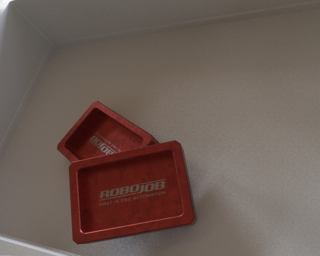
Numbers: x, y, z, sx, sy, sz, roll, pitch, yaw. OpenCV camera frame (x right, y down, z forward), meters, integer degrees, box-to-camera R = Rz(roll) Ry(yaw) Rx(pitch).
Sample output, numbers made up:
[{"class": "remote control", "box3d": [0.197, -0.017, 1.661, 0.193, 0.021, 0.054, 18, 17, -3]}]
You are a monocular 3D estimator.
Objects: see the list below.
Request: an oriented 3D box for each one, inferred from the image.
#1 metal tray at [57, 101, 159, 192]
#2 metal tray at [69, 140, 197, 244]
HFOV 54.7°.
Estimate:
[{"class": "metal tray", "box3d": [-0.072, 0.026, 0.422, 0.130, 0.030, 0.090, 31, 78, 37]}, {"class": "metal tray", "box3d": [-0.032, 0.072, 0.344, 0.131, 0.030, 0.090, -12, 69, 7]}]
